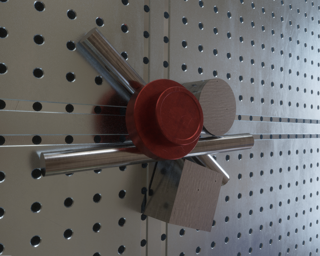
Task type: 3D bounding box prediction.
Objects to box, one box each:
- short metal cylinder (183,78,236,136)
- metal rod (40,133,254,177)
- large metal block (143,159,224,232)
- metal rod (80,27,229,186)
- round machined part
[{"bbox_3d":[0.065,-0.029,0.449,0.081,0.050,0.079,0,90,-40],"label":"short metal cylinder"},{"bbox_3d":[0.008,0.028,0.394,0.303,0.025,0.025,-4,93,-33],"label":"metal rod"},{"bbox_3d":[0.034,0.090,0.421,0.080,0.050,0.080,26,74,-38],"label":"large metal block"},{"bbox_3d":[0.010,-0.010,0.420,0.300,0.025,0.025,46,62,-31],"label":"metal rod"},{"bbox_3d":[0.013,-0.011,0.367,0.099,0.042,0.097,7,78,-33],"label":"round machined part"}]
